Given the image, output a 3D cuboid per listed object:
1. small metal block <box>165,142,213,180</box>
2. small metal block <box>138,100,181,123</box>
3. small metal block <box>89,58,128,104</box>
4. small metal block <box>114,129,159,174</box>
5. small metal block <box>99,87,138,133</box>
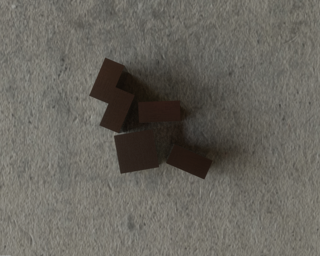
[{"bbox_3d":[0.035,0.041,0.398,0.050,0.050,0.025,23,90,-1],"label":"small metal block"},{"bbox_3d":[-0.001,-0.020,0.398,0.050,0.050,0.025,-2,90,-1],"label":"small metal block"},{"bbox_3d":[-0.064,-0.057,0.397,0.025,0.050,0.050,23,90,0],"label":"small metal block"},{"bbox_3d":[-0.030,0.030,0.410,0.050,0.025,0.050,-10,90,-1],"label":"small metal block"},{"bbox_3d":[-0.052,-0.021,0.397,0.025,0.050,0.050,23,90,-1],"label":"small metal block"}]
